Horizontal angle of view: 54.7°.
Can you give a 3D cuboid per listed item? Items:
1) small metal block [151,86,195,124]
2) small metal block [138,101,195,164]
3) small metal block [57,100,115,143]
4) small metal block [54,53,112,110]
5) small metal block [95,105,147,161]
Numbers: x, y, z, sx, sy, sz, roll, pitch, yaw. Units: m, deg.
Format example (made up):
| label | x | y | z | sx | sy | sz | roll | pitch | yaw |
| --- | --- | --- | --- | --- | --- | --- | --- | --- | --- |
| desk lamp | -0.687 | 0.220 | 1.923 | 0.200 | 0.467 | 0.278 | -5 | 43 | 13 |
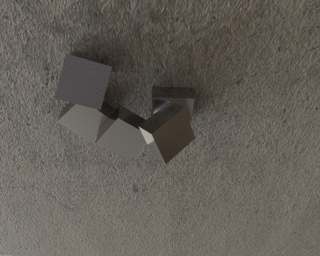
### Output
| label | x | y | z | sx | sy | sz | roll | pitch | yaw |
| --- | --- | --- | --- | --- | --- | --- | --- | --- | --- |
| small metal block | 0.014 | -0.024 | 0.388 | 0.050 | 0.025 | 0.050 | 1 | 130 | -2 |
| small metal block | 0.010 | 0.005 | 0.364 | 0.050 | 0.025 | 0.050 | -40 | 131 | -20 |
| small metal block | -0.092 | -0.016 | 0.394 | 0.050 | 0.025 | 0.050 | -37 | 122 | 27 |
| small metal block | -0.086 | -0.051 | 0.349 | 0.050 | 0.025 | 0.050 | 14 | 92 | -13 |
| small metal block | -0.043 | 0.007 | 0.380 | 0.050 | 0.025 | 0.050 | 30 | 124 | -24 |
